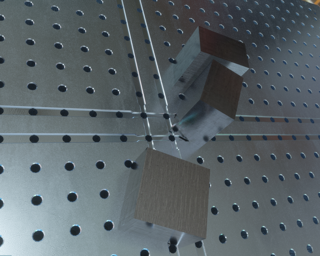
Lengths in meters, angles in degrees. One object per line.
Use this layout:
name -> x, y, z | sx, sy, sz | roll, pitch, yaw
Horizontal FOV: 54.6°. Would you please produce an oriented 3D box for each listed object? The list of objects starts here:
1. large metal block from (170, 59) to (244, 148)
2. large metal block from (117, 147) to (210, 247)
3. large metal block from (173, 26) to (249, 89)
large metal block -> 0.064, -0.033, 0.427 | 0.050, 0.080, 0.080 | 29, 52, -10
large metal block -> 0.006, 0.079, 0.347 | 0.080, 0.050, 0.080 | 21, 54, -16
large metal block -> 0.074, -0.096, 0.471 | 0.081, 0.080, 0.050 | 13, 56, -21
